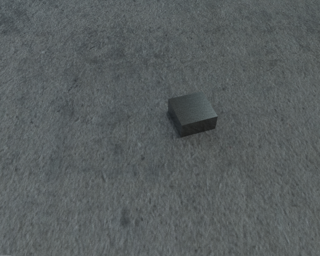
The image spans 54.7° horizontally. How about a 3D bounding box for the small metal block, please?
[{"bbox_3d":[0.043,-0.019,0.420,0.050,0.025,0.050,-14,52,-12],"label":"small metal block"}]
